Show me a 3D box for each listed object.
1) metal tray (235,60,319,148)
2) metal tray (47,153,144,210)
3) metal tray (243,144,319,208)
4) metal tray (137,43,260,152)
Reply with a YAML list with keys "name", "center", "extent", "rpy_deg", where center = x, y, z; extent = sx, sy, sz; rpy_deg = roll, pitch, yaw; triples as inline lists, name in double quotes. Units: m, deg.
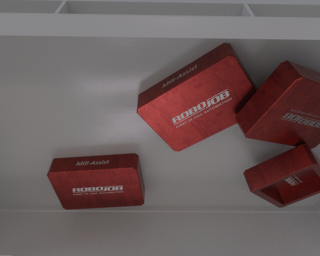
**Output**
- name: "metal tray"
  center: [0.166, -0.021, 0.365]
  extent: [0.131, 0.030, 0.089]
  rpy_deg: [9, 132, -30]
- name: "metal tray"
  center: [-0.093, 0.084, 0.476]
  extent: [0.131, 0.030, 0.089]
  rpy_deg: [-4, 130, 3]
- name: "metal tray"
  center: [0.188, 0.074, 0.444]
  extent: [0.090, 0.030, 0.130]
  rpy_deg: [-31, 142, 24]
- name: "metal tray"
  center: [0.049, -0.032, 0.379]
  extent: [0.130, 0.030, 0.090]
  rpy_deg: [-29, 125, 22]
